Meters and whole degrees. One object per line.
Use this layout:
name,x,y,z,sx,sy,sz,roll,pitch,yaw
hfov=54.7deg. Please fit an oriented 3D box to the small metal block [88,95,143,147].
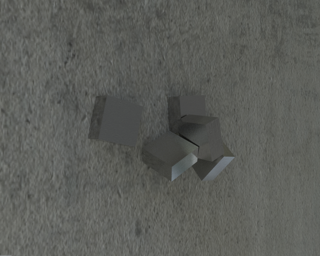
small metal block,-0.052,-0.007,0.363,0.050,0.025,0.050,16,80,-39

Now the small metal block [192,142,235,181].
small metal block,0.068,0.038,0.434,0.025,0.050,0.050,6,130,-43

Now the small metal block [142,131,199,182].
small metal block,0.013,0.034,0.398,0.050,0.050,0.025,-32,137,-36

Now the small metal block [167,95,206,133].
small metal block,0.039,-0.020,0.440,0.050,0.025,0.050,-7,95,-40

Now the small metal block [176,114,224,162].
small metal block,0.052,0.012,0.403,0.025,0.050,0.050,-27,113,-36
